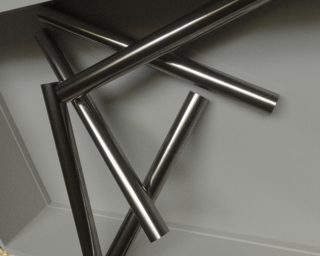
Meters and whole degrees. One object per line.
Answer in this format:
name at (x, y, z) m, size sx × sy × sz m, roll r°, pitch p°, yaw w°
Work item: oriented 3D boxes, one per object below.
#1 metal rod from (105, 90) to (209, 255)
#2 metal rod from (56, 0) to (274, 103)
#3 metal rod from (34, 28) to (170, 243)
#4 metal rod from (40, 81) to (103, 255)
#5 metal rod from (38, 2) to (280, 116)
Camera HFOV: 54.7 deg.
metal rod at (-0.020, 0.093, 0.385) m, size 0.025 × 0.025 × 0.298 m, roll 28°, pitch 99°, yaw 10°
metal rod at (0.013, -0.091, 0.308) m, size 0.300 × 0.025 × 0.025 m, roll -21°, pitch 107°, yaw 24°
metal rod at (-0.078, -0.001, 0.381) m, size 0.025 × 0.025 × 0.299 m, roll -43°, pitch 74°, yaw 39°
metal rod at (-0.108, 0.089, 0.407) m, size 0.025 × 0.025 × 0.298 m, roll -4°, pitch 103°, yaw 29°
metal rod at (-0.012, -0.085, 0.361) m, size 0.301 × 0.025 × 0.025 m, roll 25°, pitch 127°, yaw 12°
